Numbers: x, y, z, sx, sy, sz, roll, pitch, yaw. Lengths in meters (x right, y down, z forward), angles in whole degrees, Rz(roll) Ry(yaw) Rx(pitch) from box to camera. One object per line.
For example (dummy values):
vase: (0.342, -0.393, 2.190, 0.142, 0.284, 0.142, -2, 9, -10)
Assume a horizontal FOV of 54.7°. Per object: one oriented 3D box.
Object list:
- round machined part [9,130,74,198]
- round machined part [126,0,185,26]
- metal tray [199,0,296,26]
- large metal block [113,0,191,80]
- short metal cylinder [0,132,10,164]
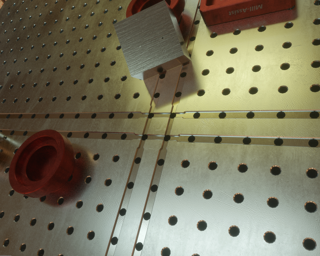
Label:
round machined part: (-0.166, 0.055, 0.451, 0.098, 0.042, 0.098, -13, 56, 21)
round machined part: (-0.004, -0.193, 0.518, 0.098, 0.042, 0.098, -13, 56, 21)
metal tray: (0.130, -0.208, 0.464, 0.130, 0.030, 0.090, -4, 60, 26)
large metal block: (-0.010, -0.124, 0.451, 0.080, 0.050, 0.080, -20, 87, 16)
short metal cylinder: (-0.311, 0.034, 0.535, 0.080, 0.050, 0.080, -13, 56, 21)
